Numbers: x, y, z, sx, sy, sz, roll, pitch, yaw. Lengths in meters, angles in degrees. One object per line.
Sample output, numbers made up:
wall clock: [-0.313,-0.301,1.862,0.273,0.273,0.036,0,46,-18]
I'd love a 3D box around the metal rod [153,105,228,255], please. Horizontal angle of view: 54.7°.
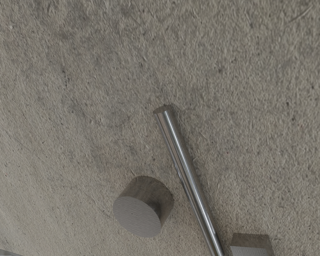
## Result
metal rod: [0.055,0.106,0.442,0.025,0.025,0.299,-9,114,31]

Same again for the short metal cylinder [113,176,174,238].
short metal cylinder: [-0.025,0.121,0.477,0.080,0.050,0.079,13,124,20]

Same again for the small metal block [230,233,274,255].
small metal block: [0.135,0.181,0.447,0.050,0.025,0.050,-8,114,31]
